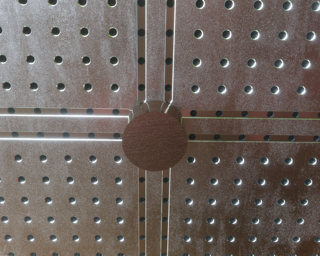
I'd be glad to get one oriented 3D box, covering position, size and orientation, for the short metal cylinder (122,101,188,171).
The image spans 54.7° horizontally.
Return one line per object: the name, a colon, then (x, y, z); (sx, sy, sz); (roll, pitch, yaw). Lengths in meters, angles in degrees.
short metal cylinder: (-0.006, 0.009, 0.403); (0.081, 0.050, 0.079); (0, 110, -1)
